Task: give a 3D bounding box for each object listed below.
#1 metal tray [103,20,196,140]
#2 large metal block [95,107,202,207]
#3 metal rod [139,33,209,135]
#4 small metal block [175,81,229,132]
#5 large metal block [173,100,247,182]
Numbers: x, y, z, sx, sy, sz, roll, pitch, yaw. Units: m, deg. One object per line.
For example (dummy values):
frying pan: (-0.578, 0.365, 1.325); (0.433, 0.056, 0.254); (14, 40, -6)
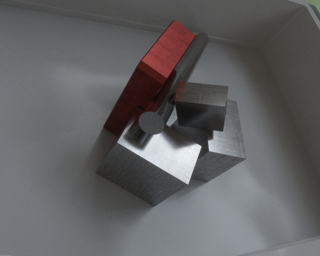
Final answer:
metal tray: (-0.015, -0.051, 0.360); (0.030, 0.129, 0.090); (35, 52, -5)
large metal block: (-0.015, 0.035, 0.342); (0.080, 0.080, 0.050); (32, 52, -8)
metal rod: (0.032, -0.079, 0.413); (0.025, 0.025, 0.301); (36, 34, -5)
small metal block: (0.045, -0.022, 0.332); (0.050, 0.050, 0.025); (8, 61, 13)
large metal block: (0.058, 0.014, 0.394); (0.050, 0.080, 0.080); (13, 56, -22)
